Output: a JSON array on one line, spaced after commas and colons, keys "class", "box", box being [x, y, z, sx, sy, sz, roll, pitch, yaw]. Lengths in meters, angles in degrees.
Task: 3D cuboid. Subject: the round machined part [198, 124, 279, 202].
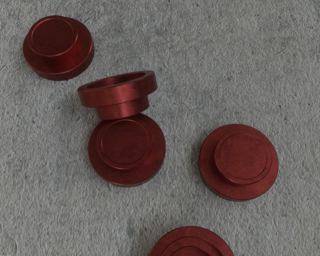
[{"class": "round machined part", "box": [0.098, 0.040, 0.385, 0.099, 0.042, 0.098, 0, 70, 0]}]

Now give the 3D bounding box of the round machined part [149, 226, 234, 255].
[{"class": "round machined part", "box": [0.033, 0.160, 0.341, 0.099, 0.042, 0.098, 0, 70, 0]}]

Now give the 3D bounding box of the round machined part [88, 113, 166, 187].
[{"class": "round machined part", "box": [-0.042, 0.023, 0.390, 0.099, 0.042, 0.098, 0, 70, 0]}]

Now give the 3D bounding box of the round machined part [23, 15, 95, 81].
[{"class": "round machined part", "box": [-0.147, -0.120, 0.442, 0.099, 0.042, 0.098, 0, 70, 0]}]

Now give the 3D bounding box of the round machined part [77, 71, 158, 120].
[{"class": "round machined part", "box": [-0.051, -0.041, 0.394, 0.099, 0.098, 0.042, -14, 108, -5]}]
